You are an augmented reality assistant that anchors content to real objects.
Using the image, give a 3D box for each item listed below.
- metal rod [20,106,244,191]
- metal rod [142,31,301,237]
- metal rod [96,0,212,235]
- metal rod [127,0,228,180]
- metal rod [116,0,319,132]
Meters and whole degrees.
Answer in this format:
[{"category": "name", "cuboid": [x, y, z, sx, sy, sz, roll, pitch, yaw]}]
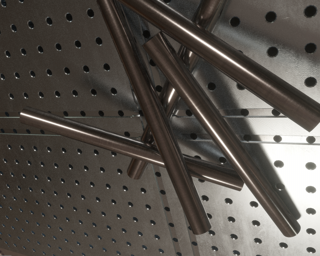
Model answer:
[{"category": "metal rod", "cuboid": [-0.038, 0.026, 0.408, 0.301, 0.025, 0.025, 17, 126, 4]}, {"category": "metal rod", "cuboid": [0.081, 0.020, 0.360, 0.025, 0.025, 0.300, -26, 111, 37]}, {"category": "metal rod", "cuboid": [-0.004, -0.010, 0.369, 0.025, 0.025, 0.299, -18, 99, 34]}, {"category": "metal rod", "cuboid": [0.012, -0.038, 0.380, 0.025, 0.025, 0.298, 31, 128, 8]}, {"category": "metal rod", "cuboid": [0.024, -0.096, 0.306, 0.300, 0.025, 0.025, 38, 130, 14]}]
